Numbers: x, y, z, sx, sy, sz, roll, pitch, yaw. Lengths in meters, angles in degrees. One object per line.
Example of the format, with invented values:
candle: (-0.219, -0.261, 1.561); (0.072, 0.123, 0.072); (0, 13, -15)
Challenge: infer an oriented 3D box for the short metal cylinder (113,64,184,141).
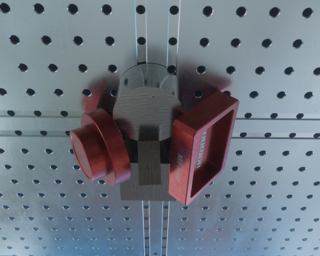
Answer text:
short metal cylinder: (-0.013, -0.029, 0.369); (0.081, 0.050, 0.079); (0, 130, 0)

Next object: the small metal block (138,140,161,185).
small metal block: (-0.013, 0.043, 0.376); (0.025, 0.050, 0.050); (-2, 172, -2)

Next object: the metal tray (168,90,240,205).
metal tray: (0.054, 0.027, 0.394); (0.030, 0.091, 0.129); (32, 139, 31)

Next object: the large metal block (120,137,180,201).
large metal block: (-0.015, 0.060, 0.446); (0.081, 0.050, 0.079); (2, 130, -2)

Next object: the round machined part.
round machined part: (-0.078, 0.028, 0.381); (0.042, 0.098, 0.097); (-22, 136, -26)
